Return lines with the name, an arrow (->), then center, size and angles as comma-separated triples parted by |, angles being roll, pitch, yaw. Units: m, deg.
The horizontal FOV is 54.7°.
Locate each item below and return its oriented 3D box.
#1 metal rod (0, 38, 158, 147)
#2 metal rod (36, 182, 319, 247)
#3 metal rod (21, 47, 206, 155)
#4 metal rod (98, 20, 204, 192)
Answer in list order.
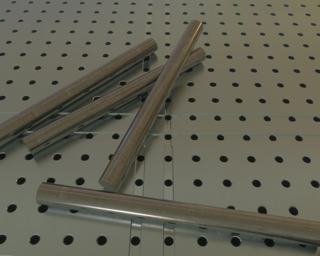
metal rod -> -0.117, -0.059, 0.455 | 0.025, 0.025, 0.302 | 37, 59, 26
metal rod -> 0.018, 0.091, 0.331 | 0.302, 0.025, 0.025 | 7, 50, 5
metal rod -> -0.049, -0.049, 0.448 | 0.302, 0.025, 0.025 | -32, 57, -24
metal rod -> 0.000, -0.049, 0.427 | 0.025, 0.025, 0.300 | 18, 59, 14
